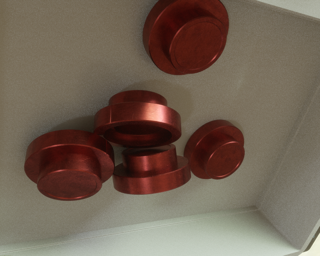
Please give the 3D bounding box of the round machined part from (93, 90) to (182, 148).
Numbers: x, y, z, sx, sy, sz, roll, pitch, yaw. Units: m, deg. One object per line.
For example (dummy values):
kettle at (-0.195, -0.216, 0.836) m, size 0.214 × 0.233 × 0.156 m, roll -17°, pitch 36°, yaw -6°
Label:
round machined part at (-0.025, -0.011, 0.357) m, size 0.099 × 0.042 × 0.098 m, roll -1°, pitch 160°, yaw 0°

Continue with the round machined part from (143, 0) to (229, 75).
round machined part at (0.034, -0.100, 0.344) m, size 0.099 × 0.042 × 0.097 m, roll -16°, pitch 137°, yaw -15°

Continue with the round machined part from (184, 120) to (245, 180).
round machined part at (0.089, 0.040, 0.473) m, size 0.099 × 0.042 × 0.097 m, roll -14°, pitch 125°, yaw -21°

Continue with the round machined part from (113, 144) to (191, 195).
round machined part at (-0.012, 0.046, 0.391) m, size 0.099 × 0.098 × 0.042 m, roll -11°, pitch 99°, yaw -23°

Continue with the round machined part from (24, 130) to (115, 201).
round machined part at (-0.100, 0.048, 0.350) m, size 0.099 × 0.042 × 0.097 m, roll -7°, pitch 141°, yaw -5°
